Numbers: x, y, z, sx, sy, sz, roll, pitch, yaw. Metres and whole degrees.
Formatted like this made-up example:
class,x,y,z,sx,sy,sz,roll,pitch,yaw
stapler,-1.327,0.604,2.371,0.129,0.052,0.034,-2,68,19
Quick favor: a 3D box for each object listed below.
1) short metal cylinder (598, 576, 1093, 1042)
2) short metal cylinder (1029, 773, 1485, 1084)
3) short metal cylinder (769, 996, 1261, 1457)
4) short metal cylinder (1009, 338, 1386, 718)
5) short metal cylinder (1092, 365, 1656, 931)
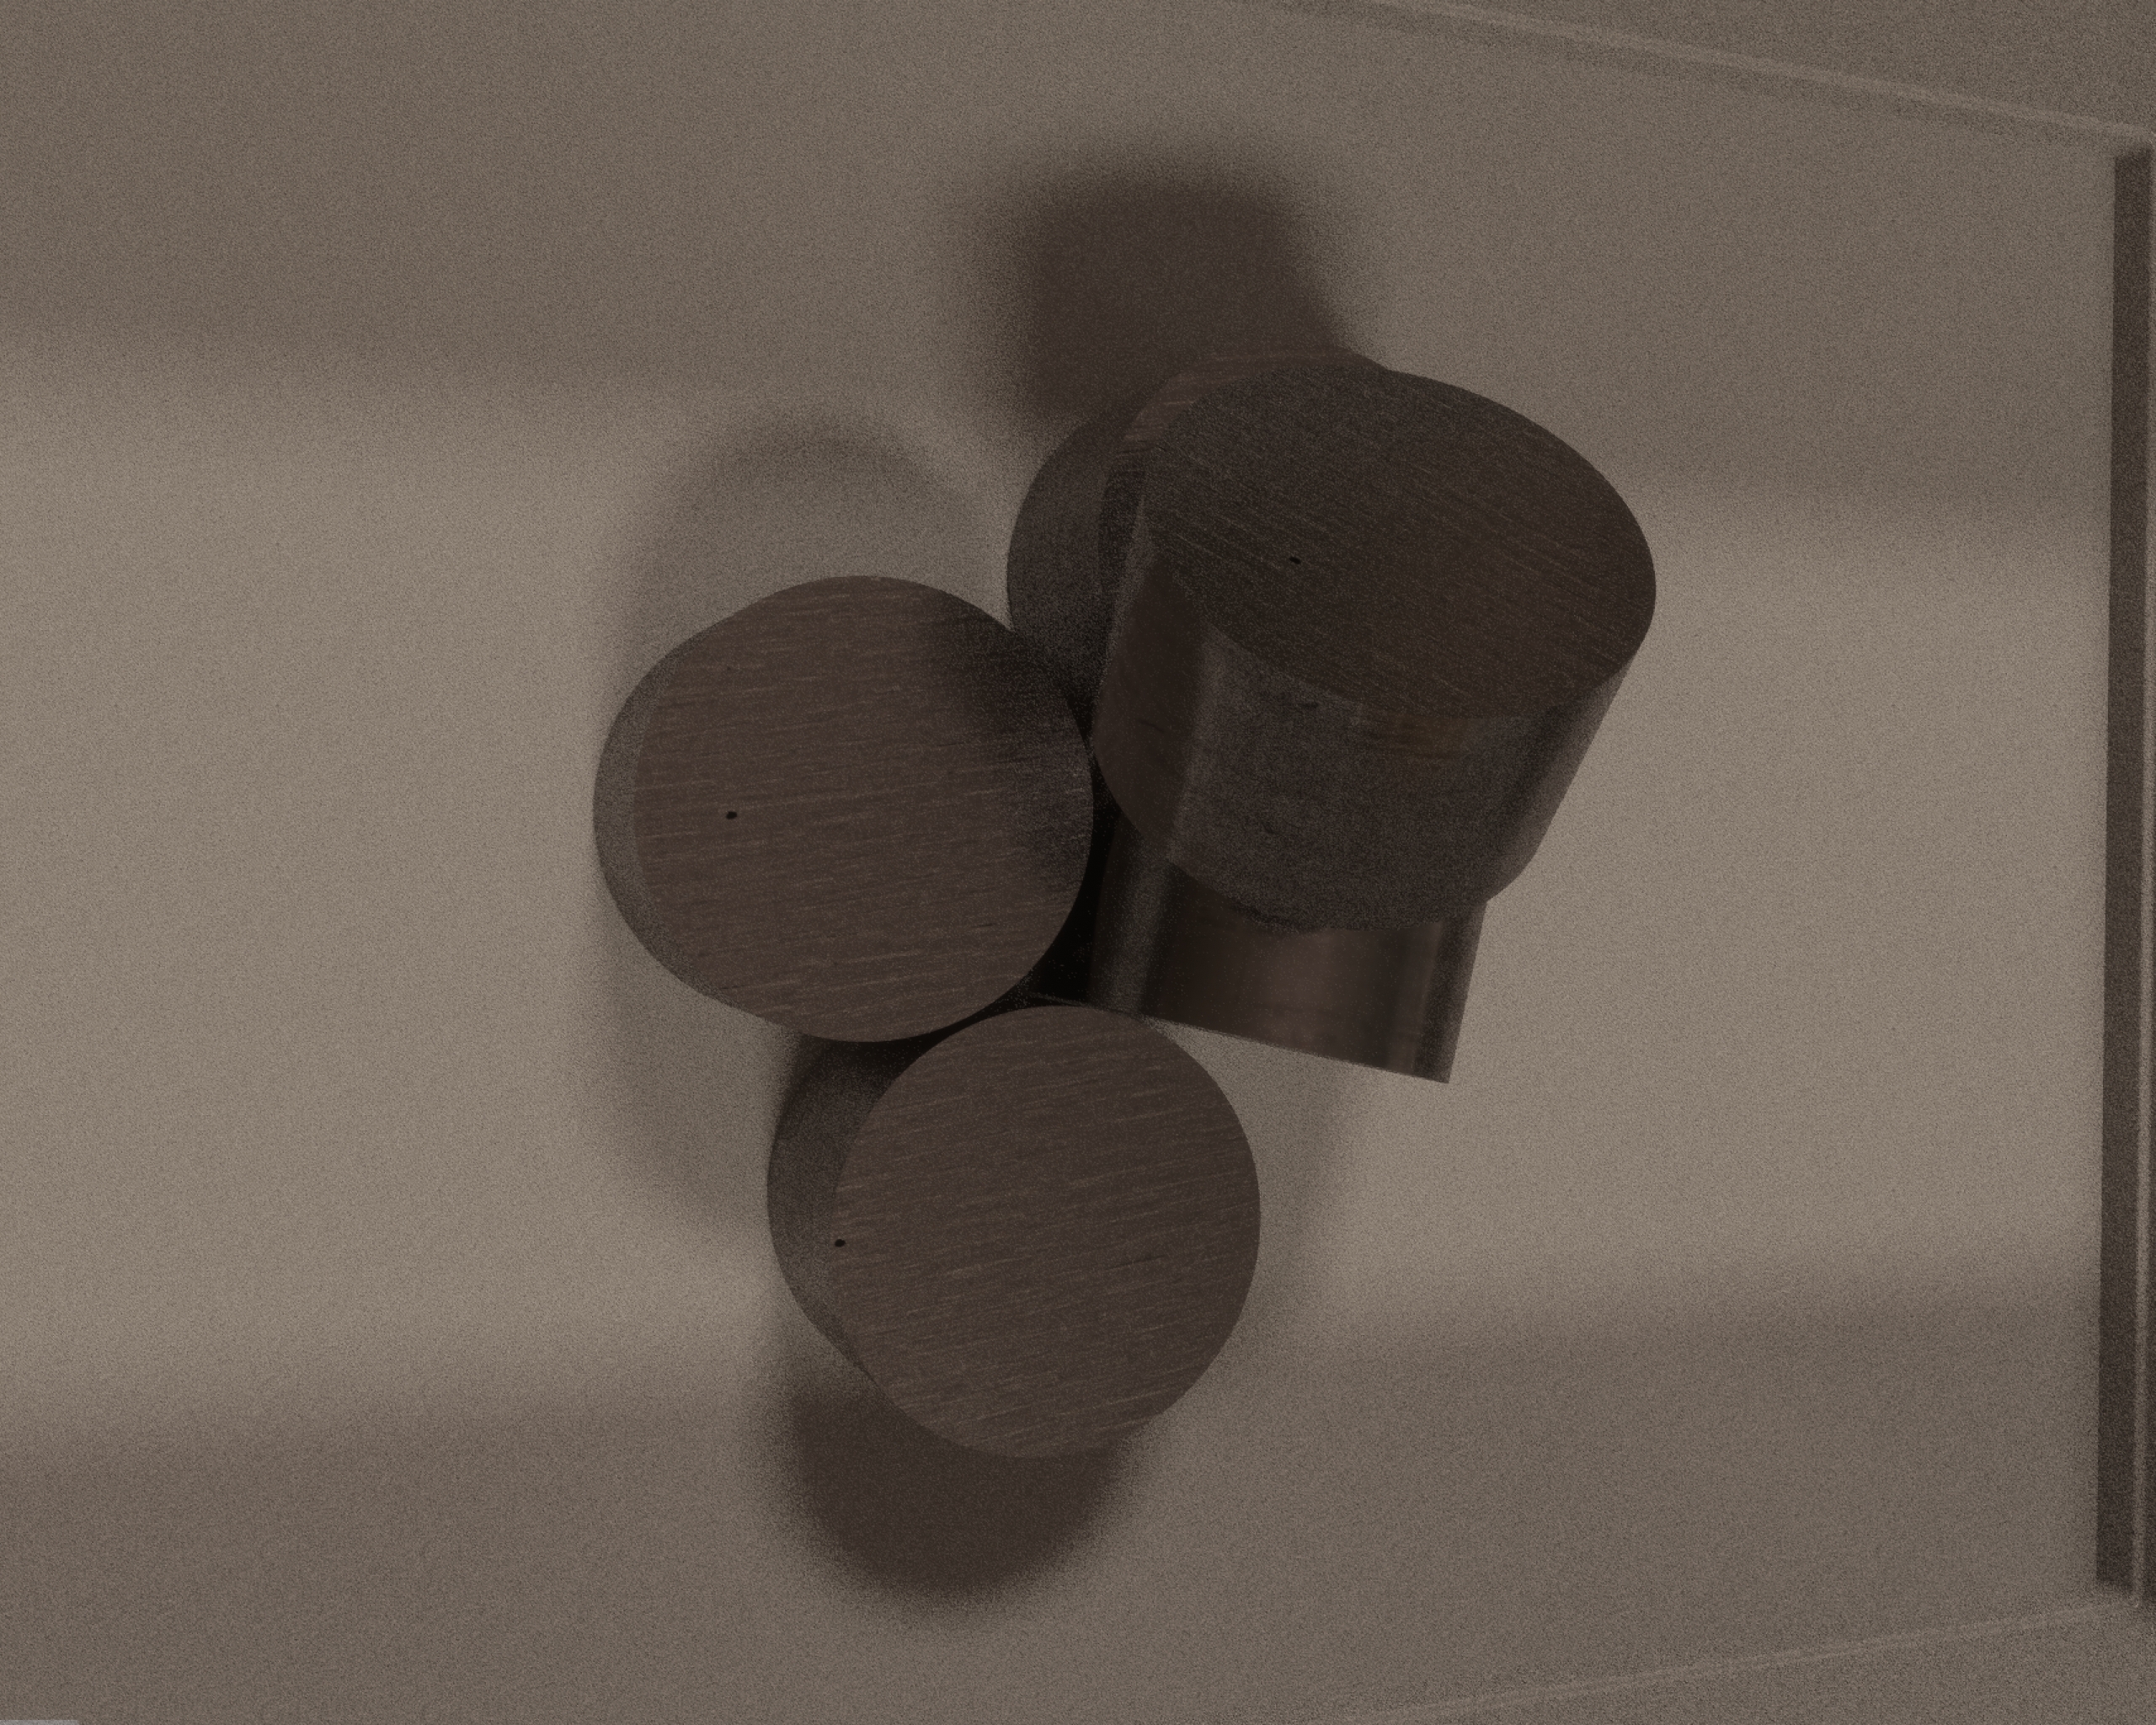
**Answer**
class,x,y,z,sx,sy,sz,roll,pitch,yaw
short metal cylinder,-0.044,-0.009,0.379,0.081,0.050,0.079,0,90,-21
short metal cylinder,0.035,0.009,0.394,0.081,0.080,0.050,14,85,-20
short metal cylinder,-0.013,0.065,0.391,0.081,0.050,0.079,0,90,-21
short metal cylinder,0.033,-0.057,0.409,0.081,0.050,0.079,0,90,-21
short metal cylinder,0.046,-0.036,0.339,0.081,0.050,0.080,6,50,-7
